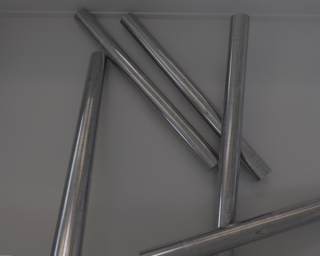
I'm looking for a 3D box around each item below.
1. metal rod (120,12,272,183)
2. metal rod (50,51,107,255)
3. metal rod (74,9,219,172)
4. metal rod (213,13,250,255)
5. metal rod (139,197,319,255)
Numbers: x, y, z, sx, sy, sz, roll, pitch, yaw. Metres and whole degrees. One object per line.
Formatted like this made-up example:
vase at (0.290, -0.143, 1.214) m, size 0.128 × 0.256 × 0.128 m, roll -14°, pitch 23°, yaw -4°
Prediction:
metal rod at (0.040, -0.052, 0.428) m, size 0.025 × 0.025 × 0.300 m, roll -35°, pitch 74°, yaw -12°
metal rod at (-0.083, 0.009, 0.345) m, size 0.025 × 0.025 × 0.300 m, roll -2°, pitch 47°, yaw -1°
metal rod at (-0.025, -0.061, 0.431) m, size 0.025 × 0.025 × 0.300 m, roll -38°, pitch 74°, yaw -12°
metal rod at (0.088, 0.003, 0.381) m, size 0.025 × 0.025 × 0.299 m, roll 6°, pitch 81°, yaw 2°
metal rod at (0.126, 0.107, 0.347) m, size 0.302 × 0.025 × 0.025 m, roll -12°, pitch 70°, yaw -14°
